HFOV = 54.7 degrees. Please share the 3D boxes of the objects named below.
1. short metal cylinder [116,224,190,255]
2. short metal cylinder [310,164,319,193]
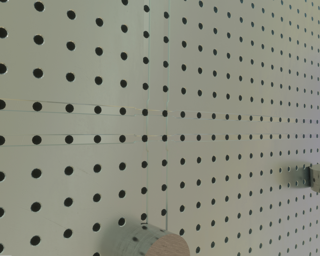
[{"bbox_3d":[-0.008,0.167,0.388,0.081,0.050,0.079,0,90,-40],"label":"short metal cylinder"},{"bbox_3d":[0.385,0.114,0.701,0.081,0.080,0.050,-9,96,-40],"label":"short metal cylinder"}]
